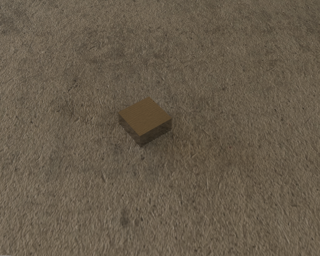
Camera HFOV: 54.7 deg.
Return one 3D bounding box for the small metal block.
[{"bbox_3d":[-0.020,-0.009,0.412,0.050,0.025,0.050,-30,56,-23],"label":"small metal block"}]
